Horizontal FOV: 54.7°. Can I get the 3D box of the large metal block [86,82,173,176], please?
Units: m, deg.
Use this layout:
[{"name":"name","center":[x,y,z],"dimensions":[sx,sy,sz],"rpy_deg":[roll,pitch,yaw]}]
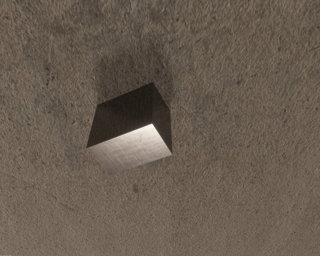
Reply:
[{"name":"large metal block","center":[-0.033,0.000,0.371],"dimensions":[0.080,0.080,0.050],"rpy_deg":[-20,127,16]}]
